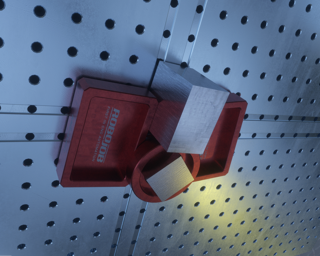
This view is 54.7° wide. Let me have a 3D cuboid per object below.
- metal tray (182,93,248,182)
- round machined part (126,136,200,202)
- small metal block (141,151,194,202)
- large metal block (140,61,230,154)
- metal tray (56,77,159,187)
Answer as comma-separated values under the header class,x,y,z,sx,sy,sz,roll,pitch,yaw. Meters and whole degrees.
class,x,y,z,sx,sy,sz,roll,pitch,yaw
metal tray,0.068,0.016,0.450,0.091,0.030,0.129,-6,121,-25
round machined part,0.001,0.048,0.414,0.099,0.042,0.097,-14,124,-21
small metal block,0.009,0.058,0.393,0.050,0.025,0.050,-34,129,-6
large metal block,0.025,-0.025,0.369,0.050,0.080,0.079,6,115,-31
metal tray,-0.065,0.011,0.374,0.091,0.030,0.129,6,115,-31
